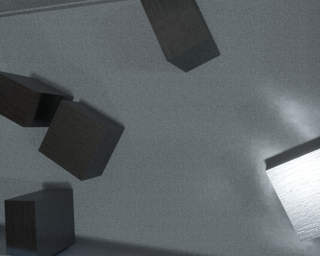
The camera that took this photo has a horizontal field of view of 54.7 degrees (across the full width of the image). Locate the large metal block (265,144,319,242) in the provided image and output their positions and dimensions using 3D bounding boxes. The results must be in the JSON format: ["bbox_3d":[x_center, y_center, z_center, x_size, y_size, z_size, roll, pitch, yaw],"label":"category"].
[{"bbox_3d":[0.172,0.064,0.336,0.080,0.050,0.080,-27,81,18],"label":"large metal block"}]

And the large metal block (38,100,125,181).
[{"bbox_3d":[-0.109,0.016,0.436,0.080,0.050,0.080,30,100,17],"label":"large metal block"}]

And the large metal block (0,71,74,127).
[{"bbox_3d":[-0.188,-0.040,0.448,0.080,0.080,0.050,26,99,18],"label":"large metal block"}]

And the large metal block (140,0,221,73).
[{"bbox_3d":[0.027,-0.120,0.372,0.050,0.080,0.080,-25,82,18],"label":"large metal block"}]

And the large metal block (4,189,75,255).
[{"bbox_3d":[-0.168,0.134,0.440,0.050,0.080,0.080,-3,89,20],"label":"large metal block"}]
